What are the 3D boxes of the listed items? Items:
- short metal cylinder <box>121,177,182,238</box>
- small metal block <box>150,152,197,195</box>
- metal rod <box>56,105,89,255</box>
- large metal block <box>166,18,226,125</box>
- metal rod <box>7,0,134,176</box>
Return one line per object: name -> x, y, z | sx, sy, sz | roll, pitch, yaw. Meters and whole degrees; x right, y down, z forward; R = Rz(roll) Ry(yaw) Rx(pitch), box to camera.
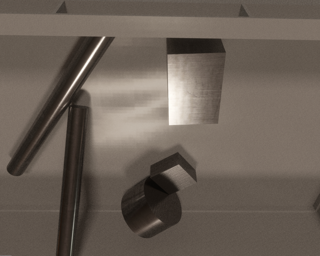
short metal cylinder -> -0.012, 0.121, 0.476 | 0.080, 0.080, 0.050 | 37, 121, -27
small metal block -> 0.021, 0.070, 0.469 | 0.050, 0.025, 0.050 | -29, 125, 22
metal rod -> -0.122, 0.118, 0.416 | 0.025, 0.025, 0.298 | 7, 101, -7
large metal block -> 0.033, -0.060, 0.323 | 0.050, 0.080, 0.079 | -2, 130, 1
metal rod -> -0.124, -0.032, 0.380 | 0.025, 0.025, 0.299 | 29, 124, -23
